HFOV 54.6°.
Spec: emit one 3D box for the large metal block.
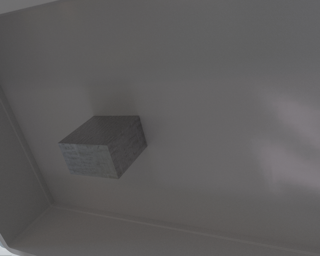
[{"bbox_3d":[-0.076,0.023,0.428,0.080,0.080,0.050,1,119,28],"label":"large metal block"}]
